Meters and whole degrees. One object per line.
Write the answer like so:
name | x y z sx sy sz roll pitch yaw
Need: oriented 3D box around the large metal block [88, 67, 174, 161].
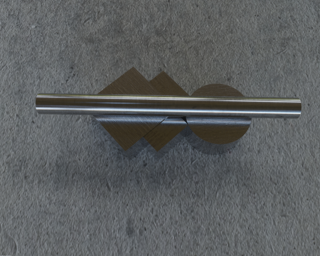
large metal block | -0.037 -0.018 0.401 0.080 0.050 0.080 -40 75 -13

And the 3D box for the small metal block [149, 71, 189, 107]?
small metal block | 0.012 -0.040 0.411 0.025 0.050 0.050 -41 76 -13

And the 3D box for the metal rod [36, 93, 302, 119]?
metal rod | 0.010 -0.026 0.364 0.302 0.025 0.025 1 70 0

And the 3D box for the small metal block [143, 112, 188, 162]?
small metal block | 0.007 0.012 0.393 0.050 0.050 0.025 -40 75 -13

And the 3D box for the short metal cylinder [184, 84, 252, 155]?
short metal cylinder | 0.071 -0.010 0.400 0.081 0.050 0.080 0 70 0
